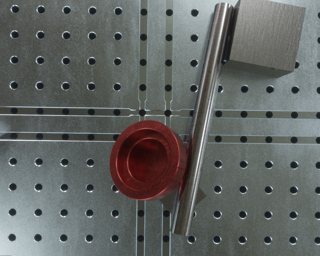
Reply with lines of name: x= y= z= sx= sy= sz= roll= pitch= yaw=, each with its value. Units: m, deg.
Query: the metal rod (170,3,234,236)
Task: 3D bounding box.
metal rod: x=0.055 y=-0.016 z=0.398 sx=0.025 sy=0.025 sz=0.299 roll=12 pitch=83 yaw=-1

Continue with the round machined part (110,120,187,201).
round machined part: x=-0.011 y=0.042 z=0.390 sx=0.098 sy=0.042 sz=0.098 roll=-9 pitch=71 yaw=26

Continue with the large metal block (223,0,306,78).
large metal block: x=0.131 y=-0.115 z=0.403 sx=0.080 sy=0.050 sz=0.080 roll=11 pitch=90 yaw=-1

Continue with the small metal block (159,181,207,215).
small metal block: x=0.025 y=0.085 z=0.414 sx=0.050 sy=0.025 sz=0.050 roll=-40 pitch=91 yaw=0
